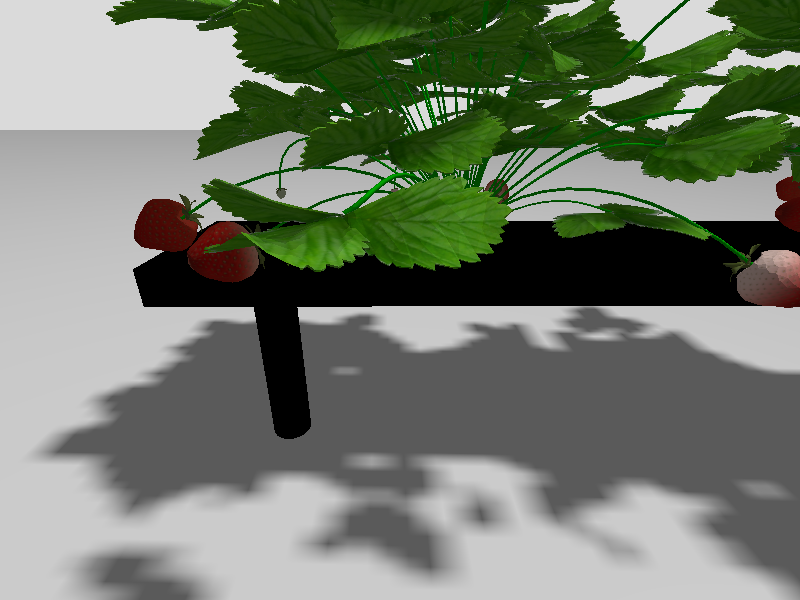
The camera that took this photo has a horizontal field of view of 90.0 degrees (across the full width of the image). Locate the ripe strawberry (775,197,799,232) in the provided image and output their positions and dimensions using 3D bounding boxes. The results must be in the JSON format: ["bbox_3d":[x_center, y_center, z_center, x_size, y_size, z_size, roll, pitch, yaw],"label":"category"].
[{"bbox_3d":[0.371,-0.080,0.372,0.034,0.033,0.037,3,25,8],"label":"ripe strawberry"}]

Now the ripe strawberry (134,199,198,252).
[{"bbox_3d":[-0.188,-0.057,0.317,0.045,0.044,0.042,-23,26,1],"label":"ripe strawberry"}]

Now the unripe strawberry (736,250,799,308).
[{"bbox_3d":[0.213,-0.010,0.226,0.034,0.033,0.032,43,43,22],"label":"unripe strawberry"}]

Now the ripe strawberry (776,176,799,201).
[{"bbox_3d":[0.497,-0.142,0.505,0.038,0.033,0.038,-1,24,-2],"label":"ripe strawberry"}]

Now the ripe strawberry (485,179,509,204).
[{"bbox_3d":[0.115,-0.127,0.475,0.029,0.033,0.032,11,26,22],"label":"ripe strawberry"}]

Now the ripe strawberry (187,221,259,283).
[{"bbox_3d":[-0.115,-0.029,0.259,0.041,0.041,0.038,-19,30,-26],"label":"ripe strawberry"}]

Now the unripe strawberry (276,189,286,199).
[{"bbox_3d":[-0.128,-0.115,0.434,0.010,0.010,0.011,12,27,24],"label":"unripe strawberry"}]

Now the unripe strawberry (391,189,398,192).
[{"bbox_3d":[-0.006,-0.135,0.504,0.011,0.010,0.010,-9,26,-19],"label":"unripe strawberry"}]
